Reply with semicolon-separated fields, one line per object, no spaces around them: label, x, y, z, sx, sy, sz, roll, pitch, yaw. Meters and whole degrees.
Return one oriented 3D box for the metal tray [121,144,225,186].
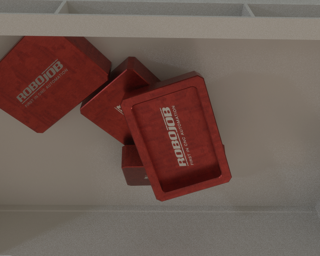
metal tray;0.017;0.052;0.426;0.131;0.030;0.090;-1;155;-1

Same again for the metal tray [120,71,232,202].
metal tray;0.020;0.011;0.350;0.090;0.030;0.129;-18;109;4

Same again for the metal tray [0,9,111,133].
metal tray;-0.132;-0.058;0.355;0.130;0.030;0.090;-33;123;25

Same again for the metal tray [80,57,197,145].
metal tray;-0.021;-0.016;0.392;0.090;0.030;0.130;-35;122;26
